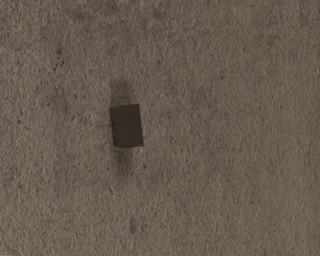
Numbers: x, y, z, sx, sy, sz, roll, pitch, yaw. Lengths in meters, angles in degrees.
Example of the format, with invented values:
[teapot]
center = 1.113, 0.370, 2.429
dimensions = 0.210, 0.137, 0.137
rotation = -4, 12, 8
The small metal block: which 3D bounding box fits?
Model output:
[small metal block]
center = -0.042, -0.002, 0.381
dimensions = 0.025, 0.050, 0.050
rotation = -7, 93, -20
